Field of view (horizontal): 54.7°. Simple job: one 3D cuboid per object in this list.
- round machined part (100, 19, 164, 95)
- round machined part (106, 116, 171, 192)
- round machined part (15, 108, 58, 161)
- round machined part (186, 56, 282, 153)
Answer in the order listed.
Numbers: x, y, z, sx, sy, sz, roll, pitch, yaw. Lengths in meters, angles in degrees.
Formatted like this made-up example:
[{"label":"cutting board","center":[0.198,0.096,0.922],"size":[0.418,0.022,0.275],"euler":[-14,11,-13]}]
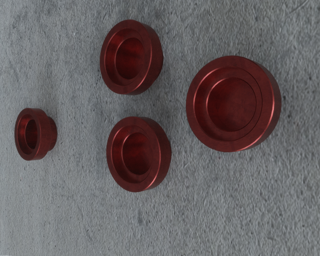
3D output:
[{"label":"round machined part","center":[-0.034,-0.093,0.422],"size":[0.098,0.042,0.097],"euler":[0,90,40]},{"label":"round machined part","center":[-0.024,0.034,0.414],"size":[0.098,0.042,0.097],"euler":[0,90,40]},{"label":"round machined part","center":[-0.231,0.011,0.585],"size":[0.098,0.042,0.097],"euler":[0,90,40]},{"label":"round machined part","center":[0.079,-0.024,0.328],"size":[0.098,0.042,0.097],"euler":[0,90,40]}]
